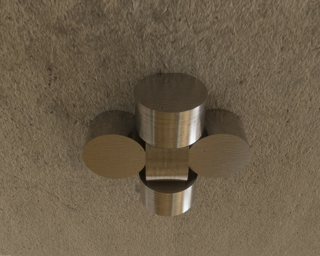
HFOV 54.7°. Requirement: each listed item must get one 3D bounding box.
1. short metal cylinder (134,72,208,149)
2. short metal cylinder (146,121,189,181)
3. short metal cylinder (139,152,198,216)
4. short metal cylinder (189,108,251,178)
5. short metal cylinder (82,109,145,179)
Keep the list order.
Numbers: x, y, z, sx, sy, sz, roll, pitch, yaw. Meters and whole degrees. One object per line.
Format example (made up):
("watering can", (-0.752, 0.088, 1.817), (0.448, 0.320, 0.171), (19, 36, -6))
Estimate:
("short metal cylinder", (0.012, -0.022, 0.354), (0.081, 0.080, 0.050), (0, 130, 0))
("short metal cylinder", (0.008, 0.028, 0.397), (0.050, 0.080, 0.079), (0, 130, 0))
("short metal cylinder", (0.011, 0.077, 0.439), (0.081, 0.080, 0.050), (0, 130, 0))
("short metal cylinder", (0.074, 0.021, 0.410), (0.080, 0.050, 0.079), (0, 131, 0))
("short metal cylinder", (-0.058, 0.022, 0.410), (0.081, 0.050, 0.079), (-1, 130, -1))
